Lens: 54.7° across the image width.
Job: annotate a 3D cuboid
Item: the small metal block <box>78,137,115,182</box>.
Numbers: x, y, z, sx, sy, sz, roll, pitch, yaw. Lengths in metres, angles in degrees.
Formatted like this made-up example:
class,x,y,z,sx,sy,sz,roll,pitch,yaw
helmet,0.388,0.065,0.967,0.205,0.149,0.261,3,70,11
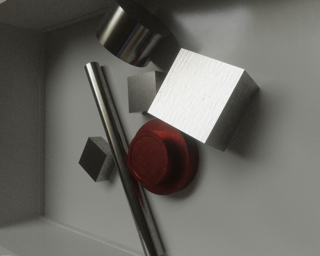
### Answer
class,x,y,z,sx,sy,sz,roll,pitch,yaw
small metal block,-0.096,0.048,0.483,0.050,0.025,0.050,39,113,33

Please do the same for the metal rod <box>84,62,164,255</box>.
class,x,y,z,sx,sy,sz,roll,pitch,yaw
metal rod,-0.057,0.036,0.451,0.025,0.025,0.299,-32,70,35

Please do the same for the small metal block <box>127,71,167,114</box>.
class,x,y,z,sx,sy,sz,roll,pitch,yaw
small metal block,-0.016,-0.047,0.418,0.050,0.025,0.050,-5,87,39

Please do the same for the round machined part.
class,x,y,z,sx,sy,sz,roll,pitch,yaw
round machined part,-0.003,0.037,0.397,0.098,0.042,0.097,0,90,39

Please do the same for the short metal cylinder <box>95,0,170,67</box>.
class,x,y,z,sx,sy,sz,roll,pitch,yaw
short metal cylinder,-0.035,-0.124,0.398,0.050,0.081,0.080,-50,61,28

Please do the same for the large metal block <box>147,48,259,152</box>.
class,x,y,z,sx,sy,sz,roll,pitch,yaw
large metal block,0.047,-0.031,0.338,0.080,0.050,0.080,30,93,35
